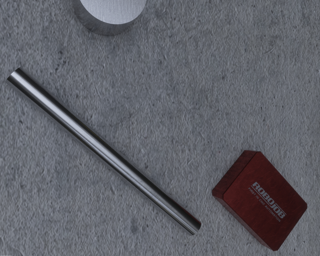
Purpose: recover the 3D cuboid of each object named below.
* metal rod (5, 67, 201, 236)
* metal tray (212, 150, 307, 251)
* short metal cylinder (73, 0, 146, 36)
[{"bbox_3d":[-0.058,0.039,0.387,0.300,0.025,0.025,43,77,-15],"label":"metal rod"},{"bbox_3d":[0.151,0.107,0.463,0.130,0.030,0.090,46,76,-15],"label":"metal tray"},{"bbox_3d":[-0.062,-0.157,0.373,0.081,0.050,0.080,0,90,-20],"label":"short metal cylinder"}]
